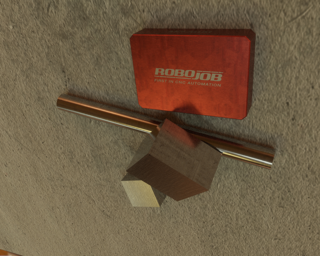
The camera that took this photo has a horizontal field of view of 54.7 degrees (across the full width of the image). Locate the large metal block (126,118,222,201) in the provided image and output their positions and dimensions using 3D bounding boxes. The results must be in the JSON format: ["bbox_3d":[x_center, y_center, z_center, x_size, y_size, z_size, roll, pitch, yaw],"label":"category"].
[{"bbox_3d":[0.015,0.043,0.383,0.080,0.050,0.080,32,149,-9],"label":"large metal block"}]

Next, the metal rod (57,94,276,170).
[{"bbox_3d":[-0.006,-0.001,0.408,0.301,0.025,0.025,15,125,19],"label":"metal rod"}]

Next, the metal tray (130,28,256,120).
[{"bbox_3d":[0.035,-0.062,0.346,0.130,0.030,0.089,8,122,23],"label":"metal tray"}]

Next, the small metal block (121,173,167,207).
[{"bbox_3d":[-0.025,0.093,0.476,0.050,0.025,0.050,-8,115,31],"label":"small metal block"}]
